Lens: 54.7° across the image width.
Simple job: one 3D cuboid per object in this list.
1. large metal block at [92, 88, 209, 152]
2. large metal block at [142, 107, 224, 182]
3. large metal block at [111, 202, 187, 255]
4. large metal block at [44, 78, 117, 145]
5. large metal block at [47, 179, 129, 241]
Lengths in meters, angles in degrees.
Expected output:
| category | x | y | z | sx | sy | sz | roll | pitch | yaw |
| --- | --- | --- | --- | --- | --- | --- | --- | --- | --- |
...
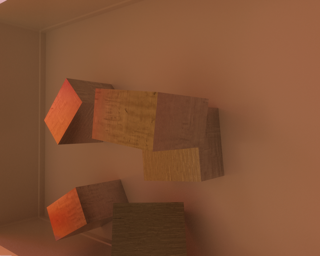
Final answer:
| category | x | y | z | sx | sy | sz | roll | pitch | yaw |
| --- | --- | --- | --- | --- | --- | --- | --- | --- | --- |
| large metal block | -0.009 | -0.010 | 0.312 | 0.080 | 0.081 | 0.050 | 9 | 96 | 39 |
| large metal block | 0.025 | 0.020 | 0.368 | 0.080 | 0.050 | 0.080 | -7 | 86 | 39 |
| large metal block | -0.013 | 0.132 | 0.359 | 0.050 | 0.081 | 0.080 | 100 | 169 | -64 |
| large metal block | -0.110 | -0.023 | 0.459 | 0.050 | 0.081 | 0.080 | 52 | 120 | 27 |
| large metal block | -0.104 | 0.119 | 0.454 | 0.080 | 0.081 | 0.050 | -35 | 69 | 34 |
